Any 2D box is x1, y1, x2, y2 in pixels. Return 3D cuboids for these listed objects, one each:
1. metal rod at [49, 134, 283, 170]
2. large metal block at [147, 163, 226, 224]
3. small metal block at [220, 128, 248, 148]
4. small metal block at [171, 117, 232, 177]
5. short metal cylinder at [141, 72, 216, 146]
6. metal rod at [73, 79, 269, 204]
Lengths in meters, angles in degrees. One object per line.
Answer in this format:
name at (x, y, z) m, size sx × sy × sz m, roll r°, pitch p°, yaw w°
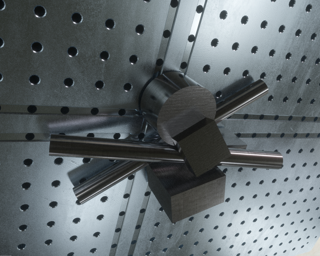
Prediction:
metal rod at (0.020, 0.032, 0.392) m, size 0.302 × 0.025 × 0.025 m, roll 5°, pitch 117°, yaw -16°
large metal block at (0.034, 0.074, 0.435) m, size 0.081 × 0.080 × 0.050 m, roll -17°, pitch 125°, yaw -19°
small metal block at (0.089, 0.023, 0.454) m, size 0.050 × 0.050 × 0.025 m, roll 0°, pitch 118°, yaw -28°
small metal block at (0.050, 0.022, 0.372) m, size 0.050 × 0.025 × 0.050 m, roll -31°, pitch 106°, yaw -8°
short metal cylinder at (0.022, -0.024, 0.388) m, size 0.081 × 0.050 × 0.079 m, roll -14°, pitch 123°, yaw -21°
metal rod at (0.021, 0.014, 0.428) m, size 0.301 × 0.025 × 0.025 m, roll -30°, pitch 129°, yaw -9°
